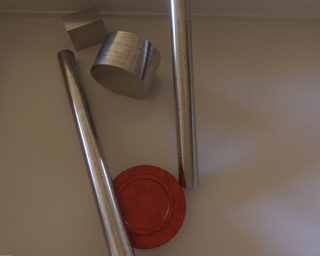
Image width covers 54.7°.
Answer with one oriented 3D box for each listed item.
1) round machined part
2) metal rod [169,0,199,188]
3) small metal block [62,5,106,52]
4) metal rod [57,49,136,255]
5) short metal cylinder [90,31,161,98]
[{"bbox_3d":[-0.018,0.092,0.367,0.099,0.042,0.098,0,70,-1],"label":"round machined part"},{"bbox_3d":[0.027,-0.077,0.374,0.025,0.025,0.298,-3,95,-2],"label":"metal rod"},{"bbox_3d":[-0.107,-0.142,0.447,0.050,0.050,0.025,-22,72,-8],"label":"small metal block"},{"bbox_3d":[-0.085,0.017,0.374,0.025,0.025,0.299,-19,61,-7],"label":"metal rod"},{"bbox_3d":[-0.044,-0.081,0.410,0.080,0.080,0.050,17,71,5],"label":"short metal cylinder"}]
